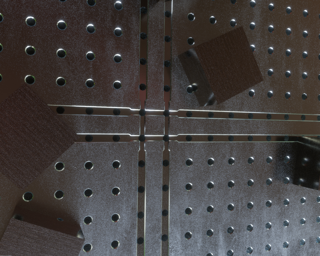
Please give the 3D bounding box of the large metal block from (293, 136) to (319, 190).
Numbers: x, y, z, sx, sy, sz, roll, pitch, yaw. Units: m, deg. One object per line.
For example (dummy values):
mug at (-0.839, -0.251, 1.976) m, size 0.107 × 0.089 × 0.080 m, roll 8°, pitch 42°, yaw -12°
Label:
large metal block at (0.271, 0.059, 0.502) m, size 0.081 × 0.050 × 0.080 m, roll 8°, pitch 87°, yaw -20°

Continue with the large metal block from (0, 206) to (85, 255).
large metal block at (-0.141, 0.144, 0.348) m, size 0.080 × 0.050 × 0.080 m, roll 25°, pitch 82°, yaw -19°

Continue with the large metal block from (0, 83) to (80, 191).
large metal block at (-0.150, 0.009, 0.344) m, size 0.080 × 0.050 × 0.080 m, roll -46°, pitch 105°, yaw -15°

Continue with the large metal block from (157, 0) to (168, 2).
large metal block at (0.039, -0.209, 0.398) m, size 0.081 × 0.080 × 0.050 m, roll -20°, pitch 97°, yaw -19°

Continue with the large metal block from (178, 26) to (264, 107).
large metal block at (0.084, -0.084, 0.432) m, size 0.081 × 0.050 × 0.080 m, roll -28°, pitch 100°, yaw -18°
